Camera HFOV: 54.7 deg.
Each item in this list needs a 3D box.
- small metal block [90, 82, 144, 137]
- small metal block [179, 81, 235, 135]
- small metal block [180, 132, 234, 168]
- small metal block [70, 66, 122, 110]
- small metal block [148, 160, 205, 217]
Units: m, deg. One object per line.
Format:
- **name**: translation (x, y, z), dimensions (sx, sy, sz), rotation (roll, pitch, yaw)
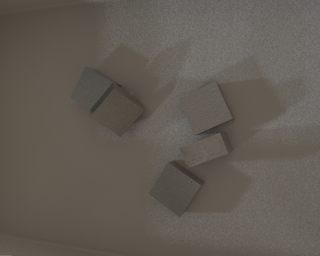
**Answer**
- **small metal block**: translation (-0.058, -0.024, 0.416), dimensions (0.050, 0.025, 0.050), rotation (36, 105, -25)
- **small metal block**: translation (0.059, -0.024, 0.389), dimensions (0.050, 0.025, 0.050), rotation (-25, 82, 18)
- **small metal block**: translation (0.058, 0.026, 0.376), dimensions (0.050, 0.050, 0.025), rotation (-23, 83, 18)
- **small metal block**: translation (-0.091, -0.052, 0.441), dimensions (0.050, 0.025, 0.050), rotation (32, 100, 16)
- **small metal block**: translation (0.022, 0.078, 0.402), dimensions (0.050, 0.025, 0.050), rotation (34, 101, 16)
